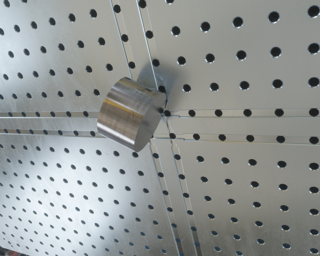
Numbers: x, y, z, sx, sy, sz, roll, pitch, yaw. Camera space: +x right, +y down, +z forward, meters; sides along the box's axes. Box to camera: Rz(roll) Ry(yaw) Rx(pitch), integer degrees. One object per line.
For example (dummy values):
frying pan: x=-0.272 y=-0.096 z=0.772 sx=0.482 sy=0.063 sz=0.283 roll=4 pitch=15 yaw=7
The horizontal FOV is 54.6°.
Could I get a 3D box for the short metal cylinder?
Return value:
short metal cylinder: x=-0.033 y=-0.017 z=0.384 sx=0.050 sy=0.080 sz=0.079 roll=26 pitch=128 yaw=12
